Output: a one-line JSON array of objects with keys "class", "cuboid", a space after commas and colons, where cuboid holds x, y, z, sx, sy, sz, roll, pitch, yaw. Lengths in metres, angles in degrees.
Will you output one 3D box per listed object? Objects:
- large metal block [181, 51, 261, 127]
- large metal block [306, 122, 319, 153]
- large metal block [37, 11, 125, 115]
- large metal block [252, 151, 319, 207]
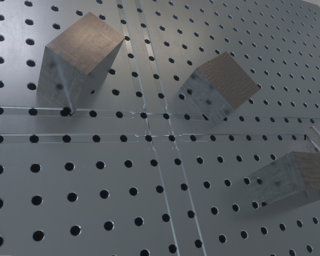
[{"class": "large metal block", "cuboid": [0.094, -0.062, 0.479, 0.080, 0.050, 0.080, -34, 81, -38]}, {"class": "large metal block", "cuboid": [0.301, 0.040, 0.528, 0.080, 0.050, 0.080, 27, 52, -12]}, {"class": "large metal block", "cuboid": [-0.094, -0.076, 0.368, 0.050, 0.080, 0.080, 36, 51, -5]}, {"class": "large metal block", "cuboid": [0.191, 0.074, 0.430, 0.081, 0.080, 0.050, 6, 59, -25]}]
